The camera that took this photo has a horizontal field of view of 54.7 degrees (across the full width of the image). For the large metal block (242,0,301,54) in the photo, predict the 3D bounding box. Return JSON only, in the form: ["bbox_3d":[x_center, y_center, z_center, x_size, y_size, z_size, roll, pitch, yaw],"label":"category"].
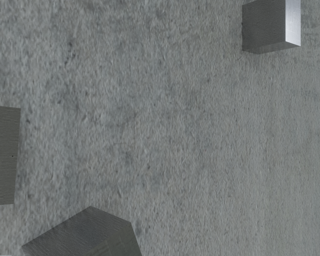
[{"bbox_3d":[0.190,-0.176,0.531,0.050,0.080,0.079,-1,91,-40],"label":"large metal block"}]

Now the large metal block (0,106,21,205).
[{"bbox_3d":[-0.166,0.020,0.250,0.081,0.050,0.080,5,87,-40],"label":"large metal block"}]

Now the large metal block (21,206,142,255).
[{"bbox_3d":[-0.076,0.127,0.307,0.081,0.080,0.050,-26,107,-37],"label":"large metal block"}]
